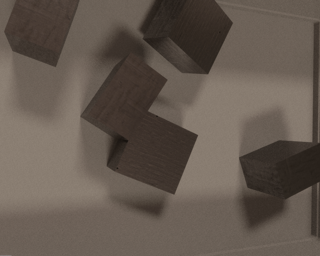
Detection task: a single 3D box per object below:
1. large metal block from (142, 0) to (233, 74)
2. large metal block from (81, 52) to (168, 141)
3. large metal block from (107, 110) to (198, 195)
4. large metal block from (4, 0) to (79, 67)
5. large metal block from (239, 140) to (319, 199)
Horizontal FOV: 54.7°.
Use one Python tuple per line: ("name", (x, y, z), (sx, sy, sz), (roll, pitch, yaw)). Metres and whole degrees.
("large metal block", (0.038, -0.126, 0.399), (0.080, 0.050, 0.080), (33, 79, -39))
("large metal block", (-0.046, -0.034, 0.365), (0.050, 0.080, 0.080), (35, 79, -17))
("large metal block", (-0.010, 0.029, 0.394), (0.080, 0.050, 0.080), (25, 82, -19))
("large metal block", (-0.124, -0.119, 0.336), (0.050, 0.080, 0.080), (20, 84, -19))
("large metal block", (0.177, 0.056, 0.449), (0.081, 0.080, 0.050), (-19, 97, -19))
